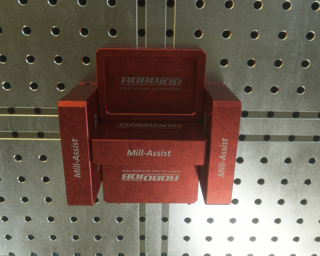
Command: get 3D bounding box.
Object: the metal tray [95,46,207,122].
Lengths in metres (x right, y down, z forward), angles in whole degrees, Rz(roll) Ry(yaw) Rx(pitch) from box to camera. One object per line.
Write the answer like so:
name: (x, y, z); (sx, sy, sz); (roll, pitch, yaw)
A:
metal tray: (-0.011, -0.055, 0.390); (0.131, 0.030, 0.089); (1, 110, -1)

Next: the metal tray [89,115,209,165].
metal tray: (-0.012, 0.012, 0.381); (0.131, 0.090, 0.030); (1, 110, -1)

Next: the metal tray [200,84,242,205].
metal tray: (0.069, 0.018, 0.386); (0.030, 0.090, 0.129); (1, 110, -1)

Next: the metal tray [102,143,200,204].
metal tray: (-0.013, 0.059, 0.431); (0.131, 0.030, 0.089); (1, 110, -1)

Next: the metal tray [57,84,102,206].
metal tray: (-0.093, 0.018, 0.383); (0.030, 0.090, 0.129); (1, 110, -1)
